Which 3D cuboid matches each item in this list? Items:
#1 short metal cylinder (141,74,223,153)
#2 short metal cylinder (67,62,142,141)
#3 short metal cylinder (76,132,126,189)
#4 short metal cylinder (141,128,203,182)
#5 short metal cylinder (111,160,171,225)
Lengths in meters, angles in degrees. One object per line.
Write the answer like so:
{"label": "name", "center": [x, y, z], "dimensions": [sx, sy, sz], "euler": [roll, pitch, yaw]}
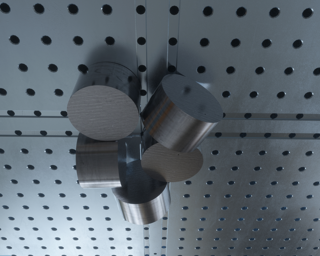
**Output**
{"label": "short metal cylinder", "center": [0.025, -0.018, 0.361], "dimensions": [0.080, 0.080, 0.050], "euler": [22, 126, -18]}
{"label": "short metal cylinder", "center": [-0.064, -0.031, 0.368], "dimensions": [0.080, 0.050, 0.079], "euler": [0, 131, 1]}
{"label": "short metal cylinder", "center": [-0.075, 0.039, 0.409], "dimensions": [0.050, 0.080, 0.079], "euler": [-2, 130, 1]}
{"label": "short metal cylinder", "center": [0.016, 0.029, 0.420], "dimensions": [0.081, 0.050, 0.079], "euler": [-1, 131, 0]}
{"label": "short metal cylinder", "center": [-0.026, 0.093, 0.453], "dimensions": [0.080, 0.080, 0.050], "euler": [-5, 130, 4]}
